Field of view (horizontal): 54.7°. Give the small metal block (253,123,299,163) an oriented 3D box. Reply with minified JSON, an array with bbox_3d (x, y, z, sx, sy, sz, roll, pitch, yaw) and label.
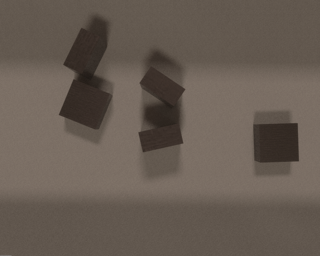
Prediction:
[{"bbox_3d":[0.154,0.019,0.414,0.050,0.025,0.050,-2,90,-1],"label":"small metal block"}]

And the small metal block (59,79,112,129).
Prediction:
[{"bbox_3d":[-0.097,-0.031,0.410,0.050,0.025,0.050,22,90,-1],"label":"small metal block"}]

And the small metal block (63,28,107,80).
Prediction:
[{"bbox_3d":[-0.094,-0.093,0.398,0.025,0.050,0.050,26,90,0],"label":"small metal block"}]

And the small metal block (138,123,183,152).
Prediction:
[{"bbox_3d":[0.001,0.012,0.399,0.050,0.050,0.025,-13,90,0],"label":"small metal block"}]

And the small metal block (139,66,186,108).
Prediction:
[{"bbox_3d":[0.003,-0.051,0.399,0.050,0.050,0.025,34,90,-1],"label":"small metal block"}]
